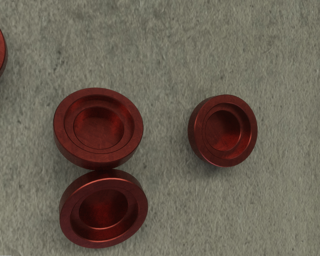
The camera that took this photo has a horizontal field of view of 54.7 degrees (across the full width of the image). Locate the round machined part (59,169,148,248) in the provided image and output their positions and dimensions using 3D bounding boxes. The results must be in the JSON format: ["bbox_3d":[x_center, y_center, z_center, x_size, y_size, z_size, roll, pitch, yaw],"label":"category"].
[{"bbox_3d":[-0.067,0.089,0.364,0.099,0.042,0.097,-8,117,-16],"label":"round machined part"}]

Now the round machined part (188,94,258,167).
[{"bbox_3d":[0.083,0.004,0.432,0.099,0.042,0.097,0,90,-21],"label":"round machined part"}]

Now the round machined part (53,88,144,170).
[{"bbox_3d":[-0.072,0.004,0.360,0.099,0.042,0.098,9,58,-14],"label":"round machined part"}]

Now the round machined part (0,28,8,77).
[{"bbox_3d":[-0.212,-0.081,0.321,0.099,0.042,0.097,0,90,-21],"label":"round machined part"}]
